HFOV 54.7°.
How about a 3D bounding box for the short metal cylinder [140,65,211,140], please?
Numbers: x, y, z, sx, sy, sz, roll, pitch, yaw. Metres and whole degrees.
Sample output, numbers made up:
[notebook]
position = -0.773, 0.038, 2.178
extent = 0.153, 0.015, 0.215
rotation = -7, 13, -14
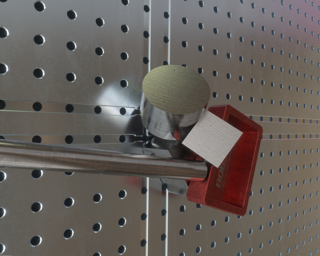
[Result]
[short metal cylinder]
position = 0.017, -0.032, 0.381
extent = 0.080, 0.080, 0.050
rotation = -42, 159, -32

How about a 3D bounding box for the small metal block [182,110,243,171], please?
[small metal block]
position = 0.062, 0.015, 0.369
extent = 0.050, 0.050, 0.025
rotation = -53, 163, -7

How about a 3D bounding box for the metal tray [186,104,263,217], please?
[metal tray]
position = 0.090, 0.044, 0.415
extent = 0.090, 0.030, 0.130
rotation = 26, 73, -37

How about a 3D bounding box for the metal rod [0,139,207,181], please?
[metal rod]
position = -0.081, 0.031, 0.304
extent = 0.302, 0.025, 0.025
rotation = 9, 84, -29

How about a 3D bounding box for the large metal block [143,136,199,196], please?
[large metal block]
position = 0.036, 0.035, 0.424
extent = 0.080, 0.050, 0.080
rotation = -43, 116, -32
